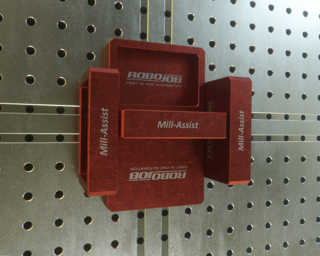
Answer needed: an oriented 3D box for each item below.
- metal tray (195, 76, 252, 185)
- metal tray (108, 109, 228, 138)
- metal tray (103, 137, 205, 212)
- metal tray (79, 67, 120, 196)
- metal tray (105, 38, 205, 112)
[{"bbox_3d":[0.081,0.003,0.409,0.030,0.090,0.129,1,90,-20],"label":"metal tray"},{"bbox_3d":[0.004,-0.004,0.379,0.131,0.090,0.030,1,90,-20],"label":"metal tray"},{"bbox_3d":[-0.006,0.057,0.407,0.131,0.030,0.089,1,90,-21],"label":"metal tray"},{"bbox_3d":[-0.072,0.004,0.352,0.030,0.090,0.129,1,90,-20],"label":"metal tray"},{"bbox_3d":[-0.005,-0.064,0.409,0.131,0.030,0.089,1,90,-21],"label":"metal tray"}]
